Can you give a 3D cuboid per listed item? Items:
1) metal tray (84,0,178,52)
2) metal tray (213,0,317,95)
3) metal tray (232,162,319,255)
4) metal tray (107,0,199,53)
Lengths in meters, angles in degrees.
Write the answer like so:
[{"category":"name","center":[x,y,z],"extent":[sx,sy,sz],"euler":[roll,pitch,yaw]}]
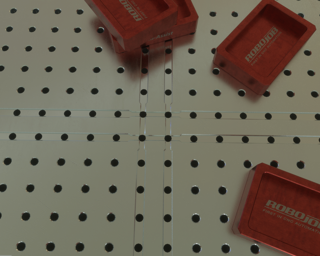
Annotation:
[{"category":"metal tray","center":[-0.047,-0.182,0.442],"extent":[0.090,0.030,0.130],"euler":[-34,74,-12]},{"category":"metal tray","center":[0.153,-0.123,0.455],"extent":[0.090,0.030,0.130],"euler":[39,74,12]},{"category":"metal tray","center":[0.164,0.107,0.371],"extent":[0.131,0.030,0.090],"euler":[21,71,7]},{"category":"metal tray","center":[-0.018,-0.175,0.472],"extent":[0.131,0.030,0.090],"euler":[-17,71,-7]}]
